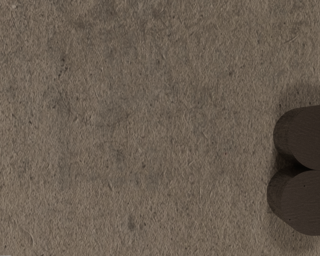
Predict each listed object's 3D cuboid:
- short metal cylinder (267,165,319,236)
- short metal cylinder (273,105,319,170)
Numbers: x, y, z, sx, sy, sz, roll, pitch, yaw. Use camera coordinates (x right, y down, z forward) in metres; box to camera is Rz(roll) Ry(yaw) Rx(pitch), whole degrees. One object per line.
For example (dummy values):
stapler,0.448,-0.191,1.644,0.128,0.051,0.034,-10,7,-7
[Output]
short metal cylinder,0.187,0.091,0.400,0.081,0.050,0.079,0,90,-1
short metal cylinder,0.196,0.012,0.400,0.081,0.050,0.079,0,90,-1
